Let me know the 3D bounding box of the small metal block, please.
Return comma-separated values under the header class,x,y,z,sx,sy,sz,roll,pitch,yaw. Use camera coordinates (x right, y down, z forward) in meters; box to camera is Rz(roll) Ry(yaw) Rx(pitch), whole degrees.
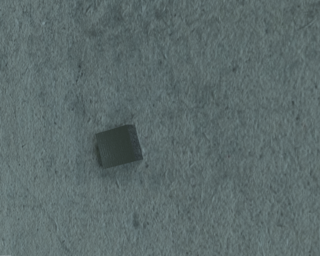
class,x,y,z,sx,sy,sz,roll,pitch,yaw
small metal block,-0.056,0.026,0.429,0.050,0.025,0.050,-16,85,19
